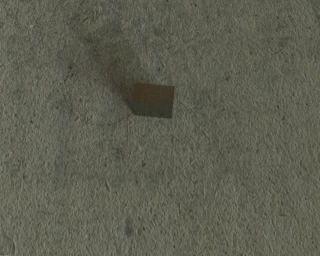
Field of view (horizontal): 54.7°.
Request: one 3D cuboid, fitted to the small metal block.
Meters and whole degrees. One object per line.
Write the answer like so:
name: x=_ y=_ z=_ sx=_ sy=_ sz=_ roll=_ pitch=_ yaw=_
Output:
small metal block: x=-0.008 y=-0.035 z=0.408 sx=0.050 sy=0.050 sz=0.025 roll=5 pitch=70 yaw=1
